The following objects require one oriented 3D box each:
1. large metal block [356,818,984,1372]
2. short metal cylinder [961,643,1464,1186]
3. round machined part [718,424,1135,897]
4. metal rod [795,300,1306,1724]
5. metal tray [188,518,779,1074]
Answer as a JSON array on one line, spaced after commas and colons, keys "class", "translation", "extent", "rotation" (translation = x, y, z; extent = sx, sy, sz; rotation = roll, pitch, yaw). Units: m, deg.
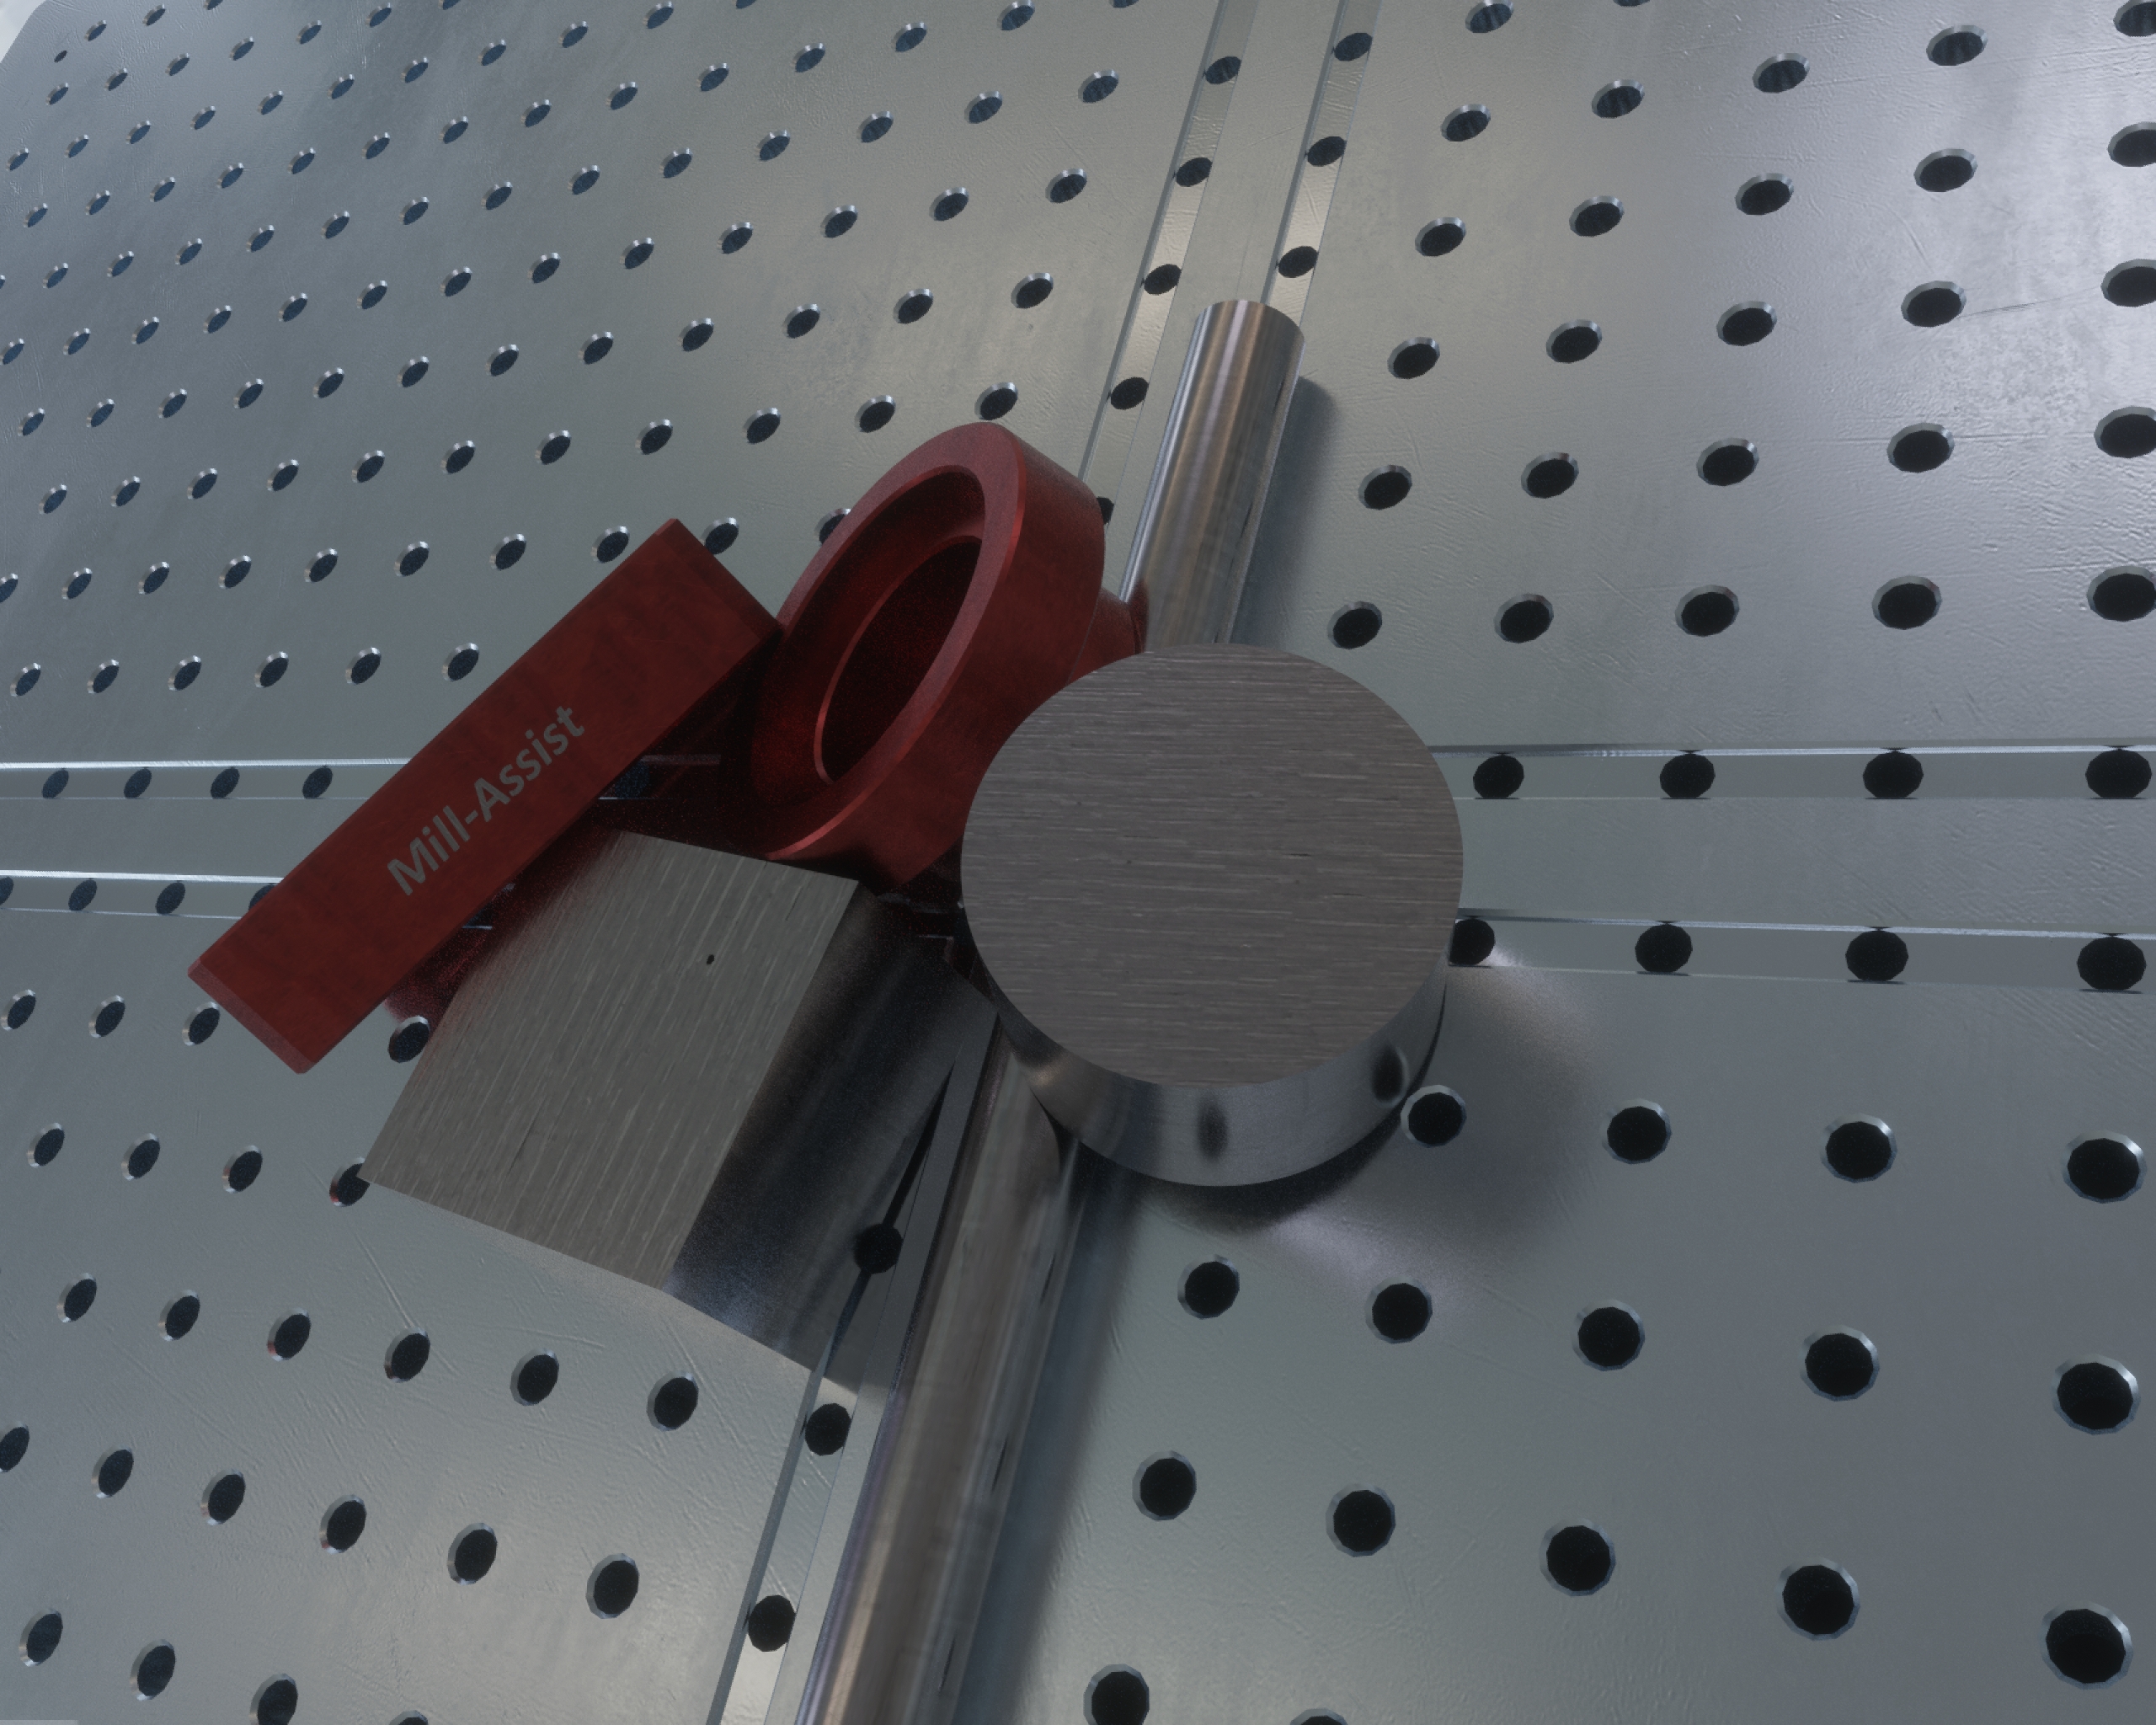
[{"class": "large metal block", "translation": [-0.078, 0.043, 0.407], "extent": [0.080, 0.050, 0.080], "rotation": [11, 67, 32]}, {"class": "short metal cylinder", "translation": [0.023, 0.010, 0.357], "extent": [0.080, 0.050, 0.080], "rotation": [-2, 64, 4]}, {"class": "round machined part", "translation": [-0.026, -0.035, 0.416], "extent": [0.098, 0.042, 0.098], "rotation": [-37, 36, 34]}, {"class": "metal rod", "translation": [0.001, 0.016, 0.398], "extent": [0.025, 0.025, 0.300], "rotation": [1, 62, 29]}, {"class": "metal tray", "translation": [-0.123, -0.018, 0.449], "extent": [0.130, 0.030, 0.090], "rotation": [-44, 13, -2]}]
